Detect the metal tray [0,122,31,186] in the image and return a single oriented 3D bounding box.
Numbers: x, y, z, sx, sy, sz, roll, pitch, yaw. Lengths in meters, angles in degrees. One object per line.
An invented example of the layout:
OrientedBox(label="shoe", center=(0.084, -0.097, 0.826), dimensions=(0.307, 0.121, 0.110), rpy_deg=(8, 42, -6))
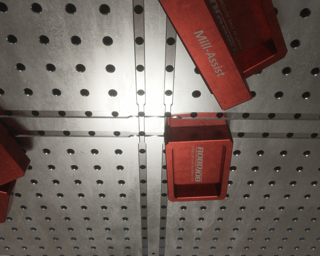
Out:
OrientedBox(label="metal tray", center=(-0.260, 0.047, 0.421), dimensions=(0.130, 0.030, 0.090), rpy_deg=(-23, 118, 6))

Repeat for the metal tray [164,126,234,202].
OrientedBox(label="metal tray", center=(0.055, 0.057, 0.457), dimensions=(0.091, 0.030, 0.129), rpy_deg=(-3, 130, 2))

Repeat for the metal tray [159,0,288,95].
OrientedBox(label="metal tray", center=(0.063, -0.105, 0.307), dimensions=(0.090, 0.030, 0.130), rpy_deg=(-29, 127, 11))

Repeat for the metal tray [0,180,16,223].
OrientedBox(label="metal tray", center=(-0.306, 0.103, 0.492), dimensions=(0.131, 0.030, 0.089), rpy_deg=(17, 128, -15))

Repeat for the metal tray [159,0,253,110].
OrientedBox(label="metal tray", center=(0.043, -0.091, 0.291), dimensions=(0.030, 0.090, 0.130), rpy_deg=(-24, 126, 20))
